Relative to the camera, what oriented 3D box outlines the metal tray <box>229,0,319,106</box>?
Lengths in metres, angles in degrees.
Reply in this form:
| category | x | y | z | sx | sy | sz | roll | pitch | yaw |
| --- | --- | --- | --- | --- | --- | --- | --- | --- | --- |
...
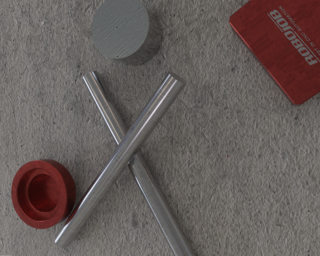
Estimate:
| category | x | y | z | sx | sy | sz | roll | pitch | yaw |
| --- | --- | --- | --- | --- | --- | --- | --- | --- | --- |
| metal tray | 0.153 | -0.101 | 0.352 | 0.090 | 0.030 | 0.130 | -37 | 78 | 16 |

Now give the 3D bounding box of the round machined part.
| category | x | y | z | sx | sy | sz | roll | pitch | yaw |
| --- | --- | --- | --- | --- | --- | --- | --- | --- | --- |
| round machined part | -0.166 | 0.095 | 0.458 | 0.098 | 0.042 | 0.097 | 0 | 90 | 20 |

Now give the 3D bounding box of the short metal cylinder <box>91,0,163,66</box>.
| category | x | y | z | sx | sy | sz | roll | pitch | yaw |
| --- | --- | --- | --- | --- | --- | --- | --- | --- | --- |
| short metal cylinder | -0.042 | -0.127 | 0.411 | 0.080 | 0.050 | 0.080 | 0 | 90 | 20 |

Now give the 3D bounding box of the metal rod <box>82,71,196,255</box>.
| category | x | y | z | sx | sy | sz | roll | pitch | yaw |
| --- | --- | --- | --- | --- | --- | --- | --- | --- | --- |
| metal rod | -0.028 | 0.054 | 0.418 | 0.025 | 0.025 | 0.299 | -32 | 80 | 17 |

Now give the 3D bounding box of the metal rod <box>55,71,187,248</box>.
| category | x | y | z | sx | sy | sz | roll | pitch | yaw |
| --- | --- | --- | --- | --- | --- | --- | --- | --- | --- |
| metal rod | -0.062 | 0.055 | 0.407 | 0.025 | 0.025 | 0.299 | 42 | 112 | 15 |
